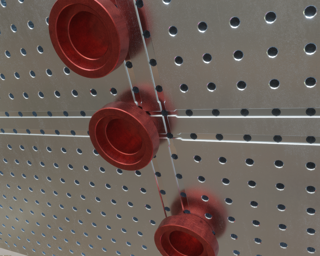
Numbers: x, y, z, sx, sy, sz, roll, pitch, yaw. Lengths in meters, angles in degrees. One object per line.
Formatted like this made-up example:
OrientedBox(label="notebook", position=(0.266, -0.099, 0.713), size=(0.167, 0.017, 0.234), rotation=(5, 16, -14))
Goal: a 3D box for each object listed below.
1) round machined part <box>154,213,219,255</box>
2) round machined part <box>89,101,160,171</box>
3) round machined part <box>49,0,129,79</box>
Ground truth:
OrientedBox(label="round machined part", position=(0.044, 0.173, 0.483), size=(0.098, 0.042, 0.097), rotation=(13, 124, 20))
OrientedBox(label="round machined part", position=(-0.045, 0.007, 0.427), size=(0.098, 0.042, 0.097), rotation=(13, 124, 20))
OrientedBox(label="round machined part", position=(-0.080, -0.112, 0.371), size=(0.098, 0.042, 0.097), rotation=(13, 124, 20))
